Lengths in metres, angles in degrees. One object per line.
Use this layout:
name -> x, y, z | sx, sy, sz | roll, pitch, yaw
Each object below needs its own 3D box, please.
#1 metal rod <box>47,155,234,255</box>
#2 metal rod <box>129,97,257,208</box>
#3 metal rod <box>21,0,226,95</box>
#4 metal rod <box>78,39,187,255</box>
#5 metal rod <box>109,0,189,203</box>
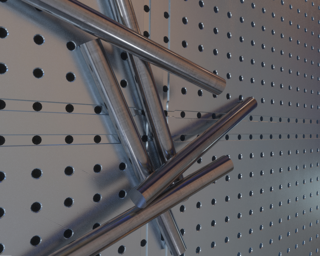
metal rod -> -0.026, 0.104, 0.363 | 0.302, 0.025, 0.025 | -24, 106, -29
metal rod -> 0.068, 0.017, 0.444 | 0.302, 0.025, 0.025 | -33, 111, -43
metal rod -> -0.042, -0.102, 0.347 | 0.302, 0.025, 0.025 | 20, 77, -30
metal rod -> -0.027, 0.037, 0.388 | 0.025, 0.025, 0.298 | -34, 111, -35
metal rod -> -0.013, -0.039, 0.399 | 0.025, 0.025, 0.298 | -28, 108, -37
